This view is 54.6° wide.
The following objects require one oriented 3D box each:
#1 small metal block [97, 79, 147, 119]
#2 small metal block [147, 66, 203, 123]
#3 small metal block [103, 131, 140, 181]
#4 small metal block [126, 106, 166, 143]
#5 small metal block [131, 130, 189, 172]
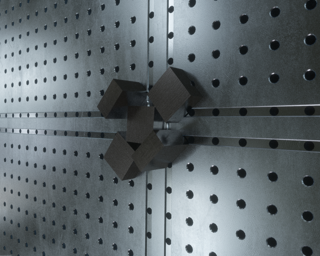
[{"bbox_3d":[-0.052,-0.040,0.437,0.025,0.050,0.050,51,121,27],"label":"small metal block"},{"bbox_3d":[0.018,-0.041,0.396,0.050,0.025,0.050,-48,62,30],"label":"small metal block"},{"bbox_3d":[-0.050,0.040,0.451,0.050,0.025,0.050,45,117,30],"label":"small metal block"},{"bbox_3d":[-0.019,-0.004,0.425,0.050,0.025,0.050,5,92,41],"label":"small metal block"},{"bbox_3d":[0.000,0.028,0.394,0.050,0.050,0.025,-50,60,28],"label":"small metal block"}]
